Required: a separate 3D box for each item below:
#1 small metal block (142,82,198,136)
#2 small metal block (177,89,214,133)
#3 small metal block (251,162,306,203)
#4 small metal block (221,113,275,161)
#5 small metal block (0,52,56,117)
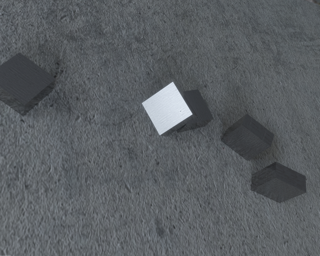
[{"bbox_3d":[0.013,-0.024,0.406,0.050,0.050,0.025,61,16,15],"label":"small metal block"},{"bbox_3d":[0.040,-0.025,0.440,0.050,0.025,0.050,-12,68,-33],"label":"small metal block"},{"bbox_3d":[0.163,0.076,0.429,0.050,0.050,0.025,26,53,-13],"label":"small metal block"},{"bbox_3d":[0.126,0.014,0.446,0.050,0.050,0.025,37,51,-4],"label":"small metal block"},{"bbox_3d":[-0.157,-0.050,0.350,0.050,0.025,0.050,37,51,-4],"label":"small metal block"}]
